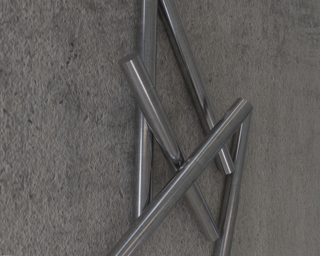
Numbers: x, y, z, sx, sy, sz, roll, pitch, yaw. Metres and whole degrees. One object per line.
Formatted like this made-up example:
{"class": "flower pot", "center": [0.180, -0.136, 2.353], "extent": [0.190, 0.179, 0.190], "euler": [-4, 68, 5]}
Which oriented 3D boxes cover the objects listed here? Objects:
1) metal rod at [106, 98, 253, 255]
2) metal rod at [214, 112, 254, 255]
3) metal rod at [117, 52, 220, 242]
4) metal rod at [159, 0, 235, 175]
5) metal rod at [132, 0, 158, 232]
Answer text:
{"class": "metal rod", "center": [0.014, 0.079, 0.371], "extent": [0.300, 0.025, 0.025], "euler": [-48, 120, -13]}
{"class": "metal rod", "center": [0.115, 0.115, 0.501], "extent": [0.025, 0.025, 0.299], "euler": [20, 77, -38]}
{"class": "metal rod", "center": [0.023, 0.044, 0.399], "extent": [0.025, 0.025, 0.299], "euler": [-45, 124, -31]}
{"class": "metal rod", "center": [0.052, -0.063, 0.447], "extent": [0.025, 0.025, 0.299], "euler": [-36, 112, -34]}
{"class": "metal rod", "center": [-0.019, -0.019, 0.388], "extent": [0.025, 0.025, 0.298], "euler": [2, 89, -40]}
